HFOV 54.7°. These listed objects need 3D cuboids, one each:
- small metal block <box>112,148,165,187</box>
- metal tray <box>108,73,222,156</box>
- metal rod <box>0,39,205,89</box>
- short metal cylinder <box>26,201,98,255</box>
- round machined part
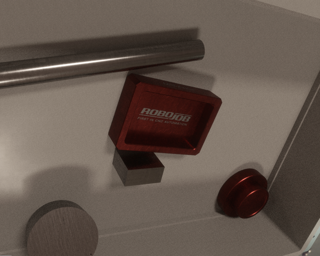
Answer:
[{"bbox_3d":[-0.029,0.049,0.408,0.050,0.050,0.025,-1,119,-29],"label":"small metal block"},{"bbox_3d":[0.009,-0.013,0.403,0.131,0.030,0.089,7,115,-32],"label":"metal tray"},{"bbox_3d":[-0.089,-0.064,0.321,0.303,0.025,0.025,-13,124,-22],"label":"metal rod"},{"bbox_3d":[-0.123,0.135,0.387,0.081,0.050,0.080,1,86,-25],"label":"short metal cylinder"},{"bbox_3d":[0.158,0.126,0.565,0.099,0.042,0.097,-14,124,-21],"label":"round machined part"}]
